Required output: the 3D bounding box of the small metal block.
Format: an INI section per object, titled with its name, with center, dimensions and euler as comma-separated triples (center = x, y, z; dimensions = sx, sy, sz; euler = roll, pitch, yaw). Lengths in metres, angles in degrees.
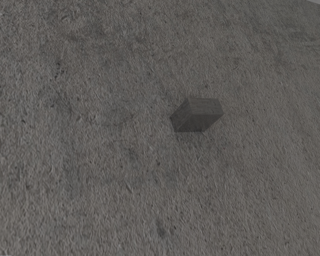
[small metal block]
center = 0.050, -0.017, 0.424
dimensions = 0.050, 0.050, 0.025
euler = -1, 63, -29
